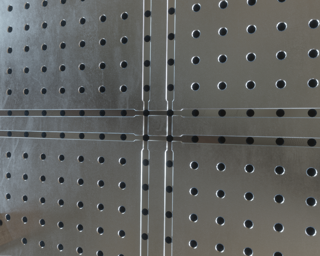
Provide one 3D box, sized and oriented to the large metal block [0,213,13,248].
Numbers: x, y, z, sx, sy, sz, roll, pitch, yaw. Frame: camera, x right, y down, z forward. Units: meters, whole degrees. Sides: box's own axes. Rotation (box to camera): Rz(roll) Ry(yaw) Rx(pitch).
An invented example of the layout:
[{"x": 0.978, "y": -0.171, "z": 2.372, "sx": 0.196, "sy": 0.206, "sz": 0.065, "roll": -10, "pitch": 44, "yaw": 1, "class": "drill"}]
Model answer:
[{"x": -0.301, "y": 0.186, "z": 0.490, "sx": 0.080, "sy": 0.080, "sz": 0.050, "roll": -34, "pitch": 79, "yaw": 17, "class": "large metal block"}]
